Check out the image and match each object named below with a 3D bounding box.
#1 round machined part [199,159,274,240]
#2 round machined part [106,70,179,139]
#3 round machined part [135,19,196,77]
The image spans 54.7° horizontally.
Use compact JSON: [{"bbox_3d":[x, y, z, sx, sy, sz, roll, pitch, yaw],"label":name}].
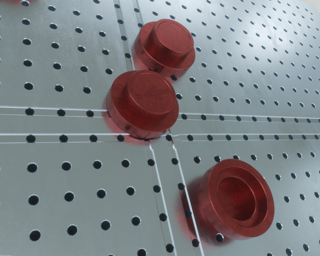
[{"bbox_3d":[0.092,0.092,0.393,0.099,0.042,0.098,14,56,-21],"label":"round machined part"},{"bbox_3d":[-0.018,-0.038,0.412,0.099,0.042,0.098,14,56,-21],"label":"round machined part"},{"bbox_3d":[0.014,-0.132,0.487,0.099,0.042,0.098,14,56,-21],"label":"round machined part"}]
